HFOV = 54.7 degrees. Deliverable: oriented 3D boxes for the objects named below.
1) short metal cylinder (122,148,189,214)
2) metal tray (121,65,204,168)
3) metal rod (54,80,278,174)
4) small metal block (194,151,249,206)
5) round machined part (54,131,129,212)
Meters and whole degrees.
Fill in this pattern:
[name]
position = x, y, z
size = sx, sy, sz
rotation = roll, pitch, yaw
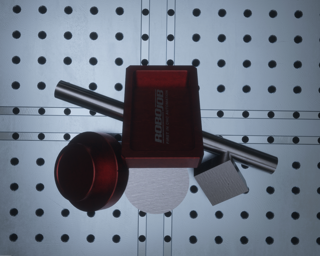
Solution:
[short metal cylinder]
position = -0.005, 0.064, 0.397
size = 0.081, 0.050, 0.079
rotation = 0, 90, 0
[metal tray]
position = 0.002, -0.017, 0.378
size = 0.091, 0.030, 0.130
rotation = 0, 61, -1
[metal rod]
position = 0.008, -0.001, 0.410
size = 0.301, 0.025, 0.025
rotation = 20, 90, 0
[small metal block]
position = 0.078, 0.065, 0.399
size = 0.050, 0.025, 0.050
rotation = -28, 106, 16
[round machined part]
position = -0.090, 0.053, 0.377
size = 0.098, 0.042, 0.097
rotation = -3, 84, 32
